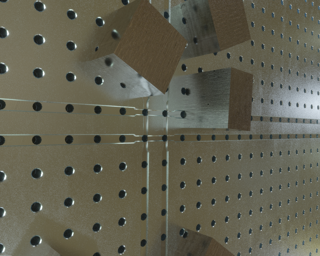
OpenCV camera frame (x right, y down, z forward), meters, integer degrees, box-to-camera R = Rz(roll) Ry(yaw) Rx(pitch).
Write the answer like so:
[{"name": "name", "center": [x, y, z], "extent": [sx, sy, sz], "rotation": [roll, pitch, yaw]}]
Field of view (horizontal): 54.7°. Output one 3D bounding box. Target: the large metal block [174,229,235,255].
[{"name": "large metal block", "center": [0.061, 0.206, 0.447], "extent": [0.080, 0.050, 0.080], "rotation": [45, 63, -31]}]

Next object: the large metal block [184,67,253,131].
[{"name": "large metal block", "center": [0.083, -0.037, 0.445], "extent": [0.050, 0.080, 0.080], "rotation": [6, 86, -40]}]

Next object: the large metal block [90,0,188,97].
[{"name": "large metal block", "center": [-0.023, -0.094, 0.375], "extent": [0.080, 0.050, 0.080], "rotation": [36, 68, -35]}]

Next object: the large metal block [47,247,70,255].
[{"name": "large metal block", "center": [-0.092, 0.183, 0.318], "extent": [0.080, 0.050, 0.080], "rotation": [42, 65, -32]}]

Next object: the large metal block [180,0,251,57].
[{"name": "large metal block", "center": [0.086, -0.160, 0.467], "extent": [0.081, 0.050, 0.080], "rotation": [-29, 108, -37]}]
